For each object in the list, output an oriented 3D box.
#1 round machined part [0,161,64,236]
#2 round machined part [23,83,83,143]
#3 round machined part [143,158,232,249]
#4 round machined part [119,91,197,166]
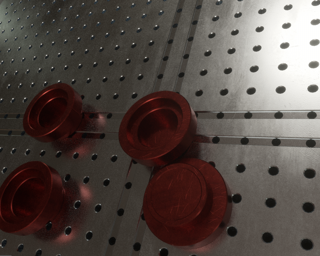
[{"bbox_3d":[-0.174,0.098,0.426,0.098,0.042,0.098,-13,56,20],"label":"round machined part"},{"bbox_3d":[-0.164,-0.020,0.493,0.098,0.042,0.098,-13,56,20],"label":"round machined part"},{"bbox_3d":[0.025,0.077,0.336,0.098,0.042,0.098,-13,56,20],"label":"round machined part"},{"bbox_3d":[0.001,0.004,0.391,0.098,0.042,0.098,-14,53,20],"label":"round machined part"}]
